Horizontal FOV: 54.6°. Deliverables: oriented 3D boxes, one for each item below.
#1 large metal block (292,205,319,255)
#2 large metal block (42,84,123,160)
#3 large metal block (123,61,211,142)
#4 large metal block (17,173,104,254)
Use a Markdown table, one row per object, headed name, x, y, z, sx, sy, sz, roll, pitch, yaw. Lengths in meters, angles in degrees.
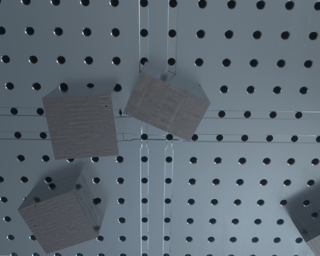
| name | x | y | z | sx | sy | sz | roll | pitch | yaw |
| --- | --- | --- | --- | --- | --- | --- | --- | --- | --- |
| large metal block | 0.260 | 0.160 | 0.461 | 0.080 | 0.050 | 0.080 | -35 | 107 | 12 |
| large metal block | -0.094 | -0.009 | 0.396 | 0.080 | 0.050 | 0.080 | -4 | 110 | 1 |
| large metal block | 0.007 | -0.035 | 0.371 | 0.080 | 0.080 | 0.050 | 23 | 108 | -9 |
| large metal block | -0.138 | 0.122 | 0.444 | 0.080 | 0.050 | 0.080 | -20 | 109 | 7 |
